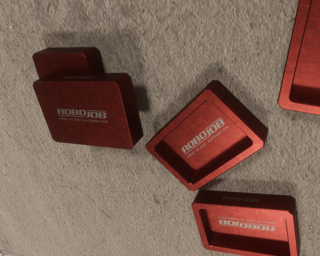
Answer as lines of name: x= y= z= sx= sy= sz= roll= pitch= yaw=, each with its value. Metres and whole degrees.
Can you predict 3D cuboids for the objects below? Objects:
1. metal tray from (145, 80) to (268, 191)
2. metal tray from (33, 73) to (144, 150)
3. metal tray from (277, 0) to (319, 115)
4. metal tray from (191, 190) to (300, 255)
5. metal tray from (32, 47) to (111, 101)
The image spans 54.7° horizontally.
metal tray: x=0.053 y=0.015 z=0.383 sx=0.090 sy=0.030 sz=0.129 roll=44 pitch=129 yaw=-3
metal tray: x=-0.092 y=-0.023 z=0.397 sx=0.130 sy=0.030 sz=0.089 roll=4 pitch=120 yaw=25
metal tray: x=0.163 y=-0.073 z=0.272 sx=0.090 sy=0.030 sz=0.129 roll=13 pitch=124 yaw=20
metal tray: x=0.117 y=0.132 z=0.423 sx=0.130 sy=0.030 sz=0.089 roll=-2 pitch=118 yaw=29
metal tray: x=-0.117 y=-0.045 z=0.435 sx=0.090 sy=0.030 sz=0.129 roll=6 pitch=121 yaw=25
